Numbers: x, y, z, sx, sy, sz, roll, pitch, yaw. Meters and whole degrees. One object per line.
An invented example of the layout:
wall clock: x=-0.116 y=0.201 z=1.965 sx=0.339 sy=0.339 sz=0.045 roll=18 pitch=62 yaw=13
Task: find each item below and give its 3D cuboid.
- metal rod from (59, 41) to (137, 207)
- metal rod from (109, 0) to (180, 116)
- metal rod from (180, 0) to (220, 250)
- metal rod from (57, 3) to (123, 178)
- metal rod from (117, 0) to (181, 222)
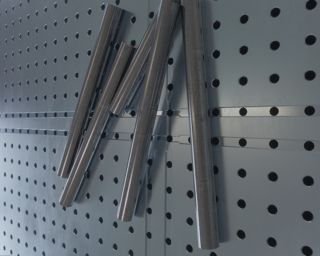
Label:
metal rod: x=-0.105 y=0.006 z=0.497 sx=0.025 sy=0.025 sz=0.298 roll=40 pitch=114 yaw=33
metal rod: x=0.004 y=-0.144 z=0.406 sx=0.025 sy=0.025 sz=0.298 roll=45 pitch=117 yaw=31
metal rod: x=0.047 y=-0.011 z=0.371 sx=0.025 sy=0.025 sz=0.299 roll=-7 pitch=86 yaw=40
metal rod: x=-0.119 y=-0.050 z=0.509 sx=0.025 sy=0.025 sz=0.298 roll=34 pitch=111 yaw=35
metal rod: x=-0.019 y=-0.011 z=0.414 sx=0.025 sy=0.025 sz=0.298 roll=25 pitch=109 yaw=37
